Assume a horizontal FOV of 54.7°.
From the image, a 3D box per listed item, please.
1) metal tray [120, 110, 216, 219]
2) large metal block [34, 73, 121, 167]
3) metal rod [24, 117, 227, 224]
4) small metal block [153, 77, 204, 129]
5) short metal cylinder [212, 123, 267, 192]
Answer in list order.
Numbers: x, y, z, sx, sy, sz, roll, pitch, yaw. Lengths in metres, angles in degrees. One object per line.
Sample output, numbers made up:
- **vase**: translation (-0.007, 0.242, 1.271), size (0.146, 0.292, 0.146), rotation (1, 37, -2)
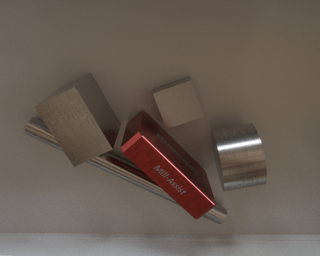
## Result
- **metal tray**: translation (0.011, 0.043, 0.390), size (0.030, 0.090, 0.130), rotation (-42, 105, 13)
- **large metal block**: translation (-0.093, -0.013, 0.374), size (0.050, 0.080, 0.080), rotation (-25, 109, 8)
- **metal rod**: translation (-0.040, 0.063, 0.433), size (0.301, 0.025, 0.025), rotation (27, 108, -10)
- **small metal block**: translation (0.023, -0.033, 0.397), size (0.050, 0.025, 0.050), rotation (-19, 109, 6)
- **short metal cylinder**: translation (0.098, 0.037, 0.395), size (0.050, 0.080, 0.079), rotation (-11, 110, 4)
